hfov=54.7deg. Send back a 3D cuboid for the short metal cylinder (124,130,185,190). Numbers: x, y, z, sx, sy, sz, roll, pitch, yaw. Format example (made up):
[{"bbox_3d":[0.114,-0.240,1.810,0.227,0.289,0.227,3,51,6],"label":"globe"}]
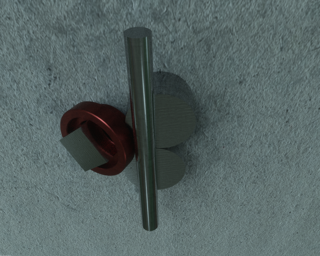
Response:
[{"bbox_3d":[-0.007,0.040,0.426,0.081,0.050,0.079,0,129,0],"label":"short metal cylinder"}]

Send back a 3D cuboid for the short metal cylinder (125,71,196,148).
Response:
[{"bbox_3d":[0.001,-0.022,0.374,0.081,0.050,0.079,0,130,0],"label":"short metal cylinder"}]

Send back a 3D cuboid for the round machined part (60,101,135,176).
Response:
[{"bbox_3d":[-0.072,0.009,0.388,0.098,0.042,0.097,18,131,22],"label":"round machined part"}]

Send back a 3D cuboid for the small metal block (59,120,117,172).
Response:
[{"bbox_3d":[-0.085,0.021,0.372,0.050,0.025,0.050,-25,106,43],"label":"small metal block"}]

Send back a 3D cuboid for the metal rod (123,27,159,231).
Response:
[{"bbox_3d":[-0.017,0.030,0.369,0.025,0.025,0.298,-1,130,0],"label":"metal rod"}]
